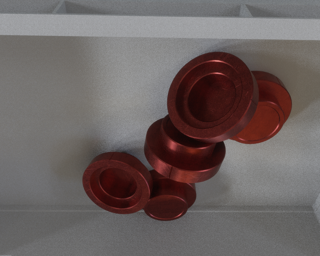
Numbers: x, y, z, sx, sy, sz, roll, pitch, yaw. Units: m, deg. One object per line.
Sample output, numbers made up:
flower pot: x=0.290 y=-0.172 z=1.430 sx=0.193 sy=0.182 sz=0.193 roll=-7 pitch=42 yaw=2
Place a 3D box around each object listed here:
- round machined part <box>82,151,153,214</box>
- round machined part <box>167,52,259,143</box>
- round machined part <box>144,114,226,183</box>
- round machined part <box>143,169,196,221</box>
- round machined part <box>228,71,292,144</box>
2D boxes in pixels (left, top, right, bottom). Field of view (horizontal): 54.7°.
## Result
round machined part: x=-0.058 y=0.074 z=0.450 sx=0.098 sy=0.042 sz=0.097 roll=6 pitch=120 yaw=10
round machined part: x=0.061 y=-0.031 z=0.344 sx=0.098 sy=0.098 sz=0.042 roll=-30 pitch=151 yaw=22
round machined part: x=0.032 y=0.015 z=0.375 sx=0.099 sy=0.098 sz=0.042 roll=7 pitch=130 yaw=-7
round machined part: x=0.009 y=0.112 z=0.493 sx=0.099 sy=0.042 sz=0.097 roll=-1 pitch=130 yaw=0
round machined part: x=0.114 y=-0.018 z=0.384 sx=0.099 sy=0.042 sz=0.097 roll=-1 pitch=130 yaw=0
